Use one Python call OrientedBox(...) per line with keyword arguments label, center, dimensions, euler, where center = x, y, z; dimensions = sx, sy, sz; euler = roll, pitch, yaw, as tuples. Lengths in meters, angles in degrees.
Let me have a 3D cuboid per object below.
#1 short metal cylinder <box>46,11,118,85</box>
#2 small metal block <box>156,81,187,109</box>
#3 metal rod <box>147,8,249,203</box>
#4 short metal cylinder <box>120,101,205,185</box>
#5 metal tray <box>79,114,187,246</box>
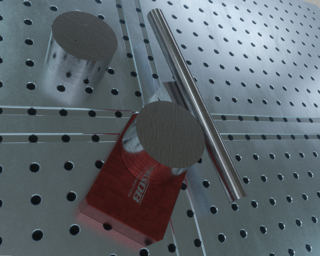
OrientedBox(label="short metal cylinder", center=(-0.101, -0.102, 0.400), dimensions=(0.081, 0.050, 0.080), euler=(14, 56, -21))
OrientedBox(label="small metal block", center=(0.029, -0.041, 0.449), dimensions=(0.050, 0.025, 0.050), euler=(-12, 68, -33))
OrientedBox(label="metal rod", center=(0.044, -0.044, 0.426), dimensions=(0.025, 0.025, 0.299), euler=(-9, 66, -32))
OrientedBox(label="short metal cylinder", center=(0.002, 0.017, 0.344), dimensions=(0.081, 0.050, 0.080), euler=(14, 56, -21))
OrientedBox(label="metal tray", center=(-0.021, 0.055, 0.360), dimensions=(0.090, 0.030, 0.130), euler=(31, 52, -8))
